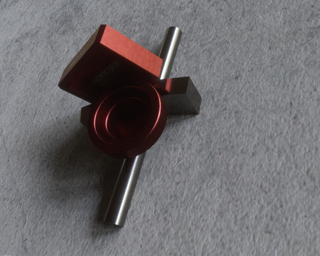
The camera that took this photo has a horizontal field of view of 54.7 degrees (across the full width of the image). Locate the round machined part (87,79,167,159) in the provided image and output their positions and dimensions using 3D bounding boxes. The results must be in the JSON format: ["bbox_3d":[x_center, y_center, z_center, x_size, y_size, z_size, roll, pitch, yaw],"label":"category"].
[{"bbox_3d":[-0.036,-0.008,0.381,0.098,0.042,0.098,-11,61,20],"label":"round machined part"}]

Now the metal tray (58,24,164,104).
[{"bbox_3d":[-0.069,-0.071,0.412,0.130,0.090,0.030,-26,45,50],"label":"metal tray"}]

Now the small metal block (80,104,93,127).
[{"bbox_3d":[-0.075,-0.013,0.435,0.050,0.050,0.025,-18,55,18],"label":"small metal block"}]

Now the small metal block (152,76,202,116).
[{"bbox_3d":[0.021,-0.040,0.401,0.050,0.050,0.025,-1,61,27],"label":"small metal block"}]

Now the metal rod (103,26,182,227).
[{"bbox_3d":[-0.016,-0.018,0.424,0.025,0.025,0.300,2,63,29],"label":"metal rod"}]
